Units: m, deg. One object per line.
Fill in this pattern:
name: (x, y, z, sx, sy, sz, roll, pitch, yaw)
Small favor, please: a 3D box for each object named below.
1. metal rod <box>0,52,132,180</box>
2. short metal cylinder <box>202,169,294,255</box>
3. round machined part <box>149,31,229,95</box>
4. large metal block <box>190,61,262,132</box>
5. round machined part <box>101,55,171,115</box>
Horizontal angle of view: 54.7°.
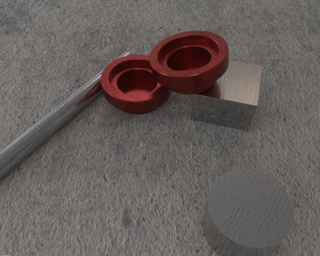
metal rod: (-0.134, -0.016, 0.415, 0.025, 0.025, 0.301, 28, 55, 21)
short metal cylinder: (0.085, 0.089, 0.313, 0.081, 0.050, 0.080, 0, 50, 0)
round machined part: (0.038, -0.080, 0.398, 0.098, 0.042, 0.098, -7, 46, 8)
large metal block: (0.091, -0.049, 0.429, 0.080, 0.050, 0.080, 12, 51, 10)
round machined part: (-0.032, -0.057, 0.440, 0.099, 0.042, 0.098, 1, 50, 0)
